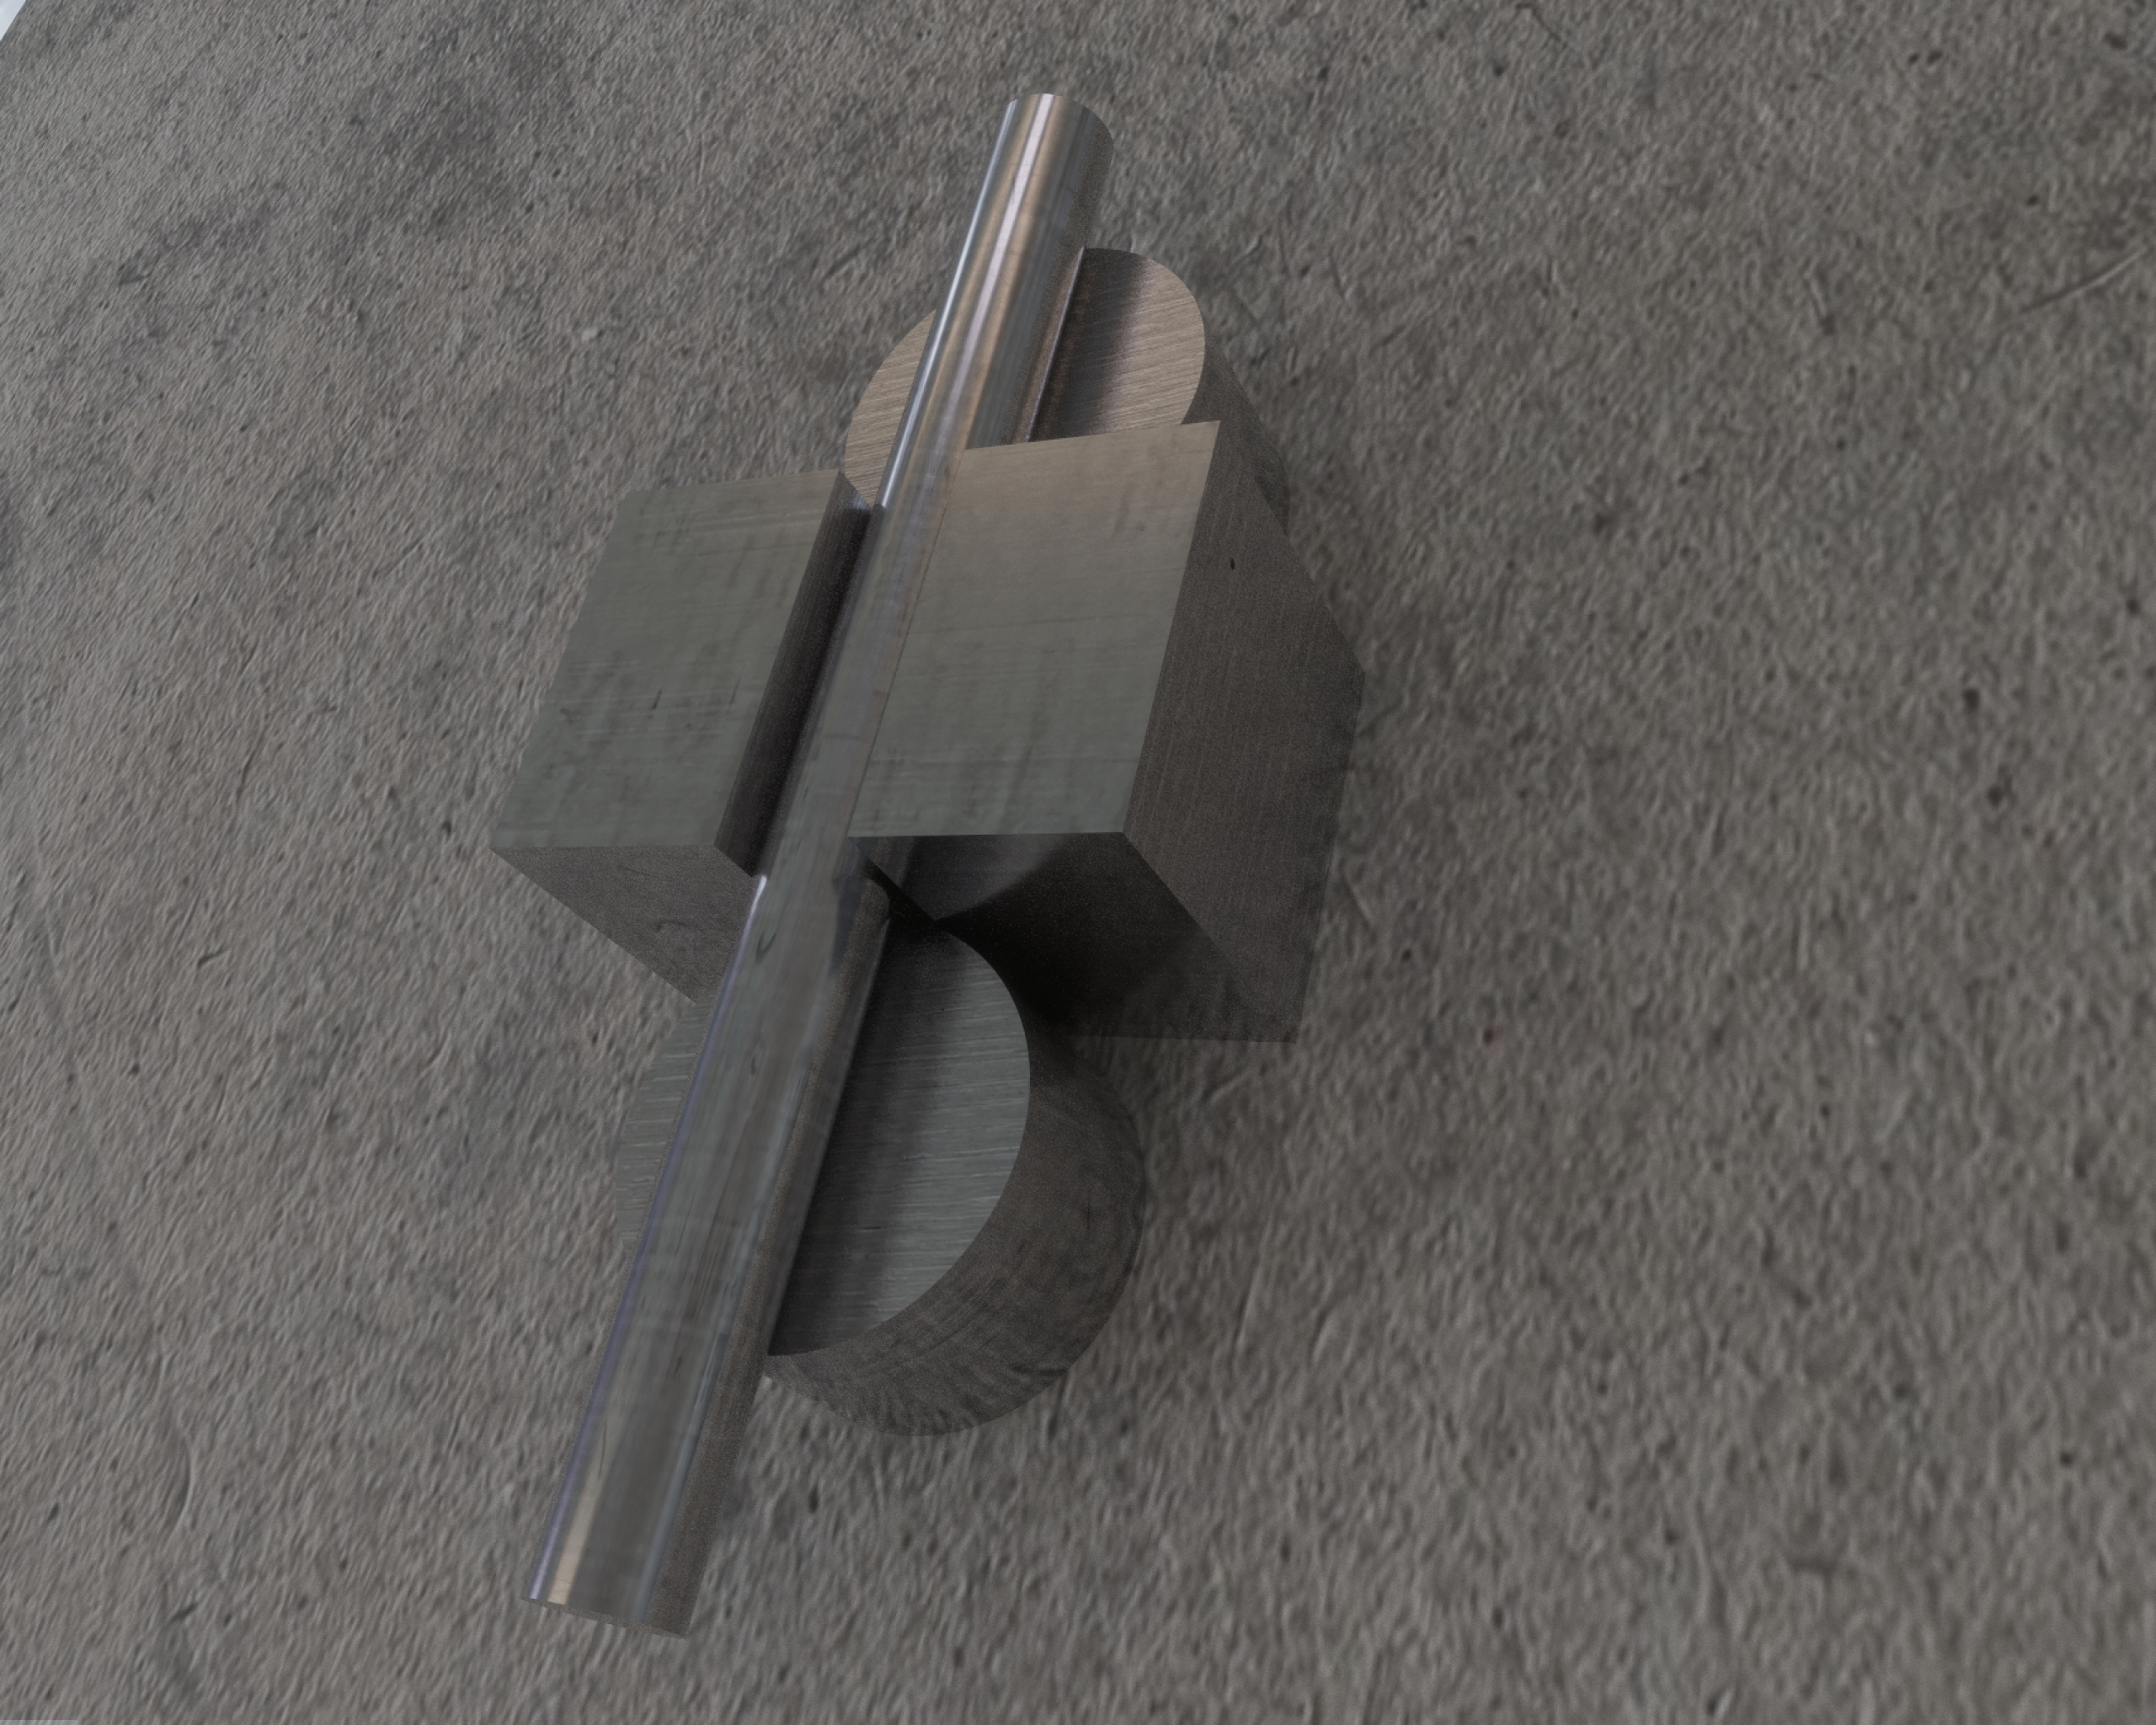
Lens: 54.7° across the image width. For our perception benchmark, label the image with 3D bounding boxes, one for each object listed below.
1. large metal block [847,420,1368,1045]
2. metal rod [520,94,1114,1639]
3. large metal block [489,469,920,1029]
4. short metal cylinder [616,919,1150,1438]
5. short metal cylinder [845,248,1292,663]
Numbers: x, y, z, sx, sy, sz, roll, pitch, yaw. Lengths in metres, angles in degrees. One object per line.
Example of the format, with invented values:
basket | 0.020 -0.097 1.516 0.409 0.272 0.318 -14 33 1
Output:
large metal block | 0.010 -0.021 0.377 0.050 0.080 0.080 -1 61 28
metal rod | -0.037 -0.020 0.372 0.025 0.025 0.300 0 61 28
large metal block | -0.058 -0.019 0.412 0.050 0.080 0.080 -1 61 28
short metal cylinder | -0.034 0.056 0.373 0.080 0.050 0.080 -13 56 20
short metal cylinder | -0.001 -0.082 0.440 0.080 0.050 0.080 -13 56 20
